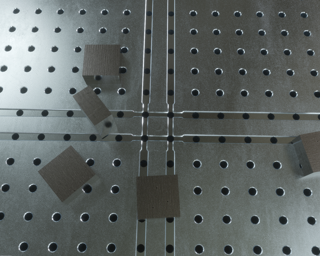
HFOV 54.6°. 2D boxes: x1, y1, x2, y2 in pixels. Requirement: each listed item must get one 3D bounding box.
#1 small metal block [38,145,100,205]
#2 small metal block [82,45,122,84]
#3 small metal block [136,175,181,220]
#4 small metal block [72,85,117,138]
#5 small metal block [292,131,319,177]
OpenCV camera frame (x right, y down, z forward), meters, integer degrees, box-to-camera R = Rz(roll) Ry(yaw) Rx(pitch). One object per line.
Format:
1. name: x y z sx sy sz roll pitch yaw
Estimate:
1. small metal block: -0.114 0.059 0.390 0.050 0.025 0.050 -40 75 -13
2. small metal block: -0.082 -0.091 0.445 0.050 0.025 0.050 0 70 0
3. small metal block: -0.002 0.085 0.381 0.050 0.025 0.050 -3 70 -1
4. small metal block: -0.084 -0.020 0.405 0.025 0.050 0.050 -36 74 -12
5. small metal block: 0.208 0.032 0.401 0.050 0.025 0.050 -10 70 -4
